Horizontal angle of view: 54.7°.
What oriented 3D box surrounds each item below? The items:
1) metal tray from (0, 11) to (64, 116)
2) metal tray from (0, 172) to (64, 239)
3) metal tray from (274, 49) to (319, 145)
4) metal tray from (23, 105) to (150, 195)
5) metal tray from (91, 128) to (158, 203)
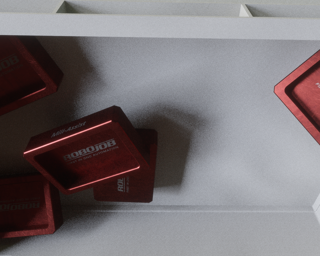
[{"bbox_3d":[-0.190,-0.061,0.350,0.130,0.030,0.090,-20,128,15],"label":"metal tray"},{"bbox_3d":[-0.220,0.117,0.470,0.131,0.030,0.089,-7,93,5],"label":"metal tray"},{"bbox_3d":[0.202,-0.023,0.335,0.090,0.030,0.130,-44,75,30],"label":"metal tray"},{"bbox_3d":[-0.089,0.033,0.392,0.130,0.030,0.090,-19,128,15],"label":"metal tray"},{"bbox_3d":[-0.053,0.058,0.454,0.091,0.030,0.129,3,130,-3],"label":"metal tray"}]
